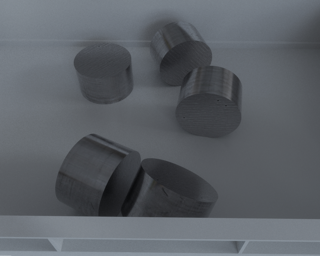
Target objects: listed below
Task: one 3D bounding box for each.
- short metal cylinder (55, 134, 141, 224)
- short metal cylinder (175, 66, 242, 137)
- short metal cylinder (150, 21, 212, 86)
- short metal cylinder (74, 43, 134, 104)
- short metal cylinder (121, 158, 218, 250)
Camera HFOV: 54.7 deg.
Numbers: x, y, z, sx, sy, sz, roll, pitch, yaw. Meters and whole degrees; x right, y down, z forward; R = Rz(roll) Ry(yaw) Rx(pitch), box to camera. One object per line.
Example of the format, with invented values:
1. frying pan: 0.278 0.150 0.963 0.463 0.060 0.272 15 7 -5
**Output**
1. short metal cylinder: -0.062 0.052 0.325 0.050 0.080 0.080 22 53 17
2. short metal cylinder: 0.064 -0.032 0.397 0.080 0.080 0.050 8 51 7
3. short metal cylinder: 0.030 -0.110 0.462 0.081 0.080 0.050 -14 52 -11
4. short metal cylinder: -0.081 -0.081 0.456 0.080 0.050 0.080 0 50 0
5. short metal cylinder: 0.009 0.071 0.302 0.080 0.050 0.080 23 11 -4
